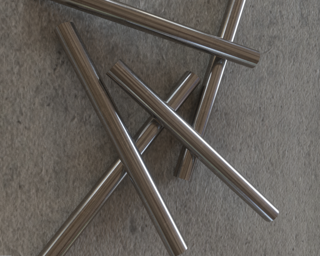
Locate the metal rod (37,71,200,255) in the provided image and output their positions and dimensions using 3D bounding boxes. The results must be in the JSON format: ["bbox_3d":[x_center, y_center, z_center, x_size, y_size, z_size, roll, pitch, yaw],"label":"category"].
[{"bbox_3d":[-0.045,0.045,0.393,0.025,0.025,0.300,42,77,-16],"label":"metal rod"}]

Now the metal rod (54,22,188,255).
[{"bbox_3d":[-0.046,0.014,0.369,0.025,0.025,0.299,-27,91,-18],"label":"metal rod"}]

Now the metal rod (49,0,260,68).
[{"bbox_3d":[-0.011,-0.131,0.389,0.302,0.025,0.025,15,85,-14],"label":"metal rod"}]

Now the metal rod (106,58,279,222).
[{"bbox_3d":[0.052,0.026,0.401,0.300,0.025,0.025,42,77,-16],"label":"metal rod"}]

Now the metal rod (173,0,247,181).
[{"bbox_3d":[0.076,-0.072,0.438,0.025,0.025,0.299,20,83,-19],"label":"metal rod"}]
